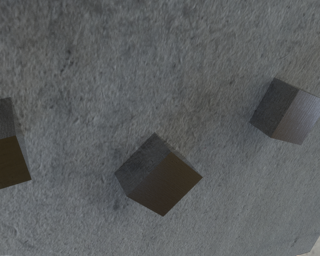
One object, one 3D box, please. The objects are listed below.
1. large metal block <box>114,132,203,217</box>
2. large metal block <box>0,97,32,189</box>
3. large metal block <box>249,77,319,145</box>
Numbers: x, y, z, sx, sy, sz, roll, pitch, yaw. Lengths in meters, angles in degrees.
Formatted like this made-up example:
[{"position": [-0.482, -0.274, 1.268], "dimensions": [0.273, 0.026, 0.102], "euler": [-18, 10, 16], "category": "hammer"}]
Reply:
[{"position": [-0.001, 0.066, 0.433], "dimensions": [0.080, 0.050, 0.080], "euler": [-46, 130, 3], "category": "large metal block"}, {"position": [-0.173, 0.018, 0.289], "dimensions": [0.081, 0.080, 0.050], "euler": [-16, 125, -20], "category": "large metal block"}, {"position": [0.202, -0.025, 0.489], "dimensions": [0.081, 0.050, 0.079], "euler": [12, 112, -34], "category": "large metal block"}]
